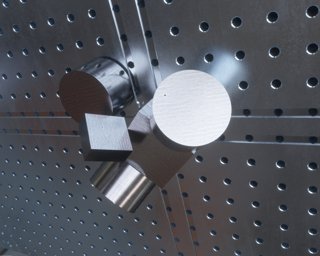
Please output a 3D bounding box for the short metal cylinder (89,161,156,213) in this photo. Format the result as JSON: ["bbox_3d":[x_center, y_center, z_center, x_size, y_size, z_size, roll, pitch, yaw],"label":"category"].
[{"bbox_3d":[-0.051,0.074,0.436,0.080,0.080,0.050,37,84,5],"label":"short metal cylinder"}]

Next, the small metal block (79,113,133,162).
[{"bbox_3d":[-0.065,0.012,0.368,0.025,0.050,0.050,-53,44,41],"label":"small metal block"}]

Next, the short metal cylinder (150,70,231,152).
[{"bbox_3d":[0.030,-0.016,0.336,0.080,0.080,0.050,37,167,3],"label":"short metal cylinder"}]

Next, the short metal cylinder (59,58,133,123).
[{"bbox_3d":[-0.083,-0.046,0.406,0.080,0.050,0.079,13,124,21],"label":"short metal cylinder"}]

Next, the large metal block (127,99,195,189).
[{"bbox_3d":[-0.001,0.018,0.399,0.080,0.050,0.080,38,129,2],"label":"large metal block"}]
